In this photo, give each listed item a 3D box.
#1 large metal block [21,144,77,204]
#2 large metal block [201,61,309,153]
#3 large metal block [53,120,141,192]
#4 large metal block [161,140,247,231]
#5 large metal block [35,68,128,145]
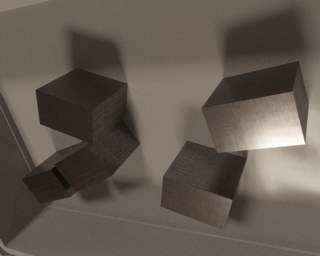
[{"bbox_3d":[-0.156,0.071,0.497,0.080,0.080,0.050,-19,109,35],"label":"large metal block"},{"bbox_3d":[0.098,-0.021,0.308,0.080,0.080,0.050,-9,114,32],"label":"large metal block"},{"bbox_3d":[-0.088,0.037,0.441,0.080,0.080,0.050,-27,104,37],"label":"large metal block"},{"bbox_3d":[0.055,0.067,0.385,0.080,0.080,0.050,16,125,18],"label":"large metal block"},{"bbox_3d":[-0.098,-0.032,0.403,0.080,0.080,0.050,19,126,17],"label":"large metal block"}]
